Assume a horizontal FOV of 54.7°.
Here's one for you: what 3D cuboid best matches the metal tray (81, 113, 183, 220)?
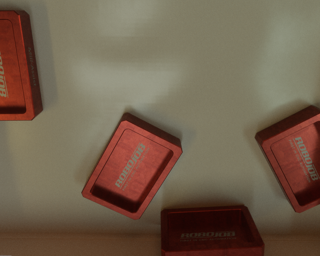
[{"bbox_3d":[-0.039,0.055,0.428,0.090,0.030,0.129,28,107,-10],"label":"metal tray"}]

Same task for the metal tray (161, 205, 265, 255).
[{"bbox_3d":[0.067,0.149,0.432,0.131,0.090,0.030,-3,110,0],"label":"metal tray"}]

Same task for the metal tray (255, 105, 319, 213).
[{"bbox_3d":[0.201,0.045,0.428,0.090,0.030,0.130,-29,108,9],"label":"metal tray"}]

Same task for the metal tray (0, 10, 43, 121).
[{"bbox_3d":[-0.201,-0.074,0.378,0.091,0.030,0.129,-1,110,-1],"label":"metal tray"}]
